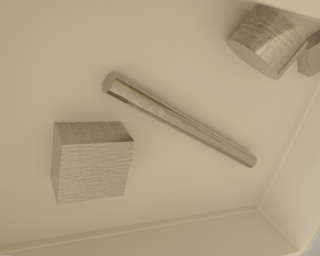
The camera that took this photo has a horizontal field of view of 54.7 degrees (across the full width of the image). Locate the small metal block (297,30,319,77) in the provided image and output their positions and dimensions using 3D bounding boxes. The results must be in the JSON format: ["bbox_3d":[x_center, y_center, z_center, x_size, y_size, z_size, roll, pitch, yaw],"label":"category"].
[{"bbox_3d":[0.237,-0.114,0.471,0.050,0.025,0.050,-32,129,-8],"label":"small metal block"}]

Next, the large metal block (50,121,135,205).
[{"bbox_3d":[-0.084,0.039,0.372,0.081,0.050,0.079,-2,119,-28],"label":"large metal block"}]

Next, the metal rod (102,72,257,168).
[{"bbox_3d":[0.049,0.003,0.438,0.301,0.025,0.025,27,103,-38],"label":"metal rod"}]

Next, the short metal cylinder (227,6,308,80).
[{"bbox_3d":[0.131,-0.104,0.383,0.080,0.080,0.050,32,101,-39],"label":"short metal cylinder"}]
